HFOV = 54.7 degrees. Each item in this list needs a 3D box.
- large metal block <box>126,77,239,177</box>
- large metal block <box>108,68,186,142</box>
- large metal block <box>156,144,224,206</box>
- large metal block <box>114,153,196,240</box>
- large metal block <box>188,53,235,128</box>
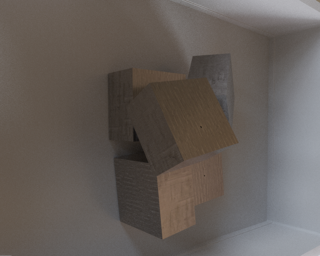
[{"bbox_3d":[0.023,-0.003,0.325,0.081,0.050,0.080,-12,73,-39],"label":"large metal block"},{"bbox_3d":[-0.015,-0.026,0.378,0.081,0.050,0.079,-1,91,-40],"label":"large metal block"},{"bbox_3d":[0.039,0.057,0.421,0.081,0.050,0.079,-7,95,-40],"label":"large metal block"},{"bbox_3d":[-0.008,0.073,0.364,0.050,0.080,0.079,-9,96,-40],"label":"large metal block"},{"bbox_3d":[0.070,-0.042,0.416,0.080,0.050,0.080,70,27,-46],"label":"large metal block"}]
